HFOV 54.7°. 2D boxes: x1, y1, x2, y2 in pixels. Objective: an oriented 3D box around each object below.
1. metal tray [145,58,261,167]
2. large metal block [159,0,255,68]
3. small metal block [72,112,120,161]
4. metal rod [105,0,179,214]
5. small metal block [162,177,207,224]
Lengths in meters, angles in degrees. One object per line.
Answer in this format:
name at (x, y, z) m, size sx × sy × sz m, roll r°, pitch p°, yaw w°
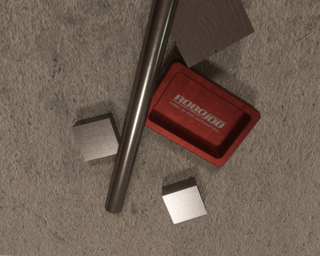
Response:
metal tray at (0.050, -0.018, 0.401) m, size 0.131 × 0.030 × 0.090 m, roll 30°, pitch 107°, yaw -11°
large metal block at (0.047, -0.126, 0.351) m, size 0.080 × 0.050 × 0.080 m, roll -28°, pitch 108°, yaw 9°
small metal block at (-0.082, 0.012, 0.413) m, size 0.050 × 0.025 × 0.050 m, roll -14°, pitch 110°, yaw 4°
metal rod at (-0.028, -0.013, 0.370) m, size 0.025 × 0.025 × 0.298 m, roll 14°, pitch 118°, yaw -6°
small metal block at (0.035, 0.105, 0.449) m, size 0.050 × 0.025 × 0.050 m, roll -19°, pitch 109°, yaw 6°
